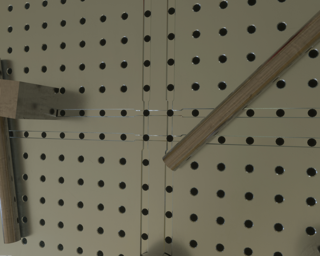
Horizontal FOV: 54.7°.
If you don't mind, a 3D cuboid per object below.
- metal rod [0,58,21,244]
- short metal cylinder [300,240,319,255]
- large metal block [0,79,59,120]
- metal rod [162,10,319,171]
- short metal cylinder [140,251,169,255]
[{"bbox_3d":[-0.256,0.033,0.502,0.025,0.025,0.298,-9,87,20],"label":"metal rod"},{"bbox_3d":[0.193,0.166,0.331,0.080,0.050,0.080,0,90,20],"label":"short metal cylinder"},{"bbox_3d":[-0.211,-0.043,0.458,0.080,0.080,0.050,9,93,20],"label":"large metal block"},{"bbox_3d":[0.116,-0.054,0.371,0.299,0.025,0.025,-44,76,14],"label":"metal rod"},{"bbox_3d":[-0.012,0.210,0.403,0.080,0.050,0.080,0,90,20],"label":"short metal cylinder"}]
